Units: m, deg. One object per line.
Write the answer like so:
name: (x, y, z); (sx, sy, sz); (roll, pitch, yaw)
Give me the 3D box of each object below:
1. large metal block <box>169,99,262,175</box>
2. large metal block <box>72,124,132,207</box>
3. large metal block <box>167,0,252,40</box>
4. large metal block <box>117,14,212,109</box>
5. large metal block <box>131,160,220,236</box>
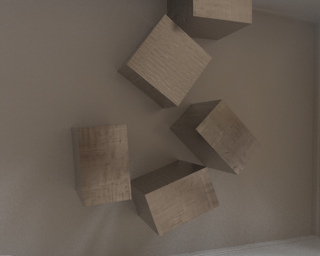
large metal block: (0.070, 0.011, 0.409); (0.080, 0.080, 0.050); (46, 76, -15)
large metal block: (-0.070, 0.037, 0.356); (0.050, 0.080, 0.079); (-4, 92, -20)
large metal block: (0.062, -0.154, 0.405); (0.081, 0.080, 0.050); (-1, 91, -20)
large metal block: (0.006, -0.082, 0.400); (0.080, 0.050, 0.080); (38, 78, -16)
large metal block: (0.013, 0.082, 0.387); (0.081, 0.080, 0.050); (-21, 97, -19)
